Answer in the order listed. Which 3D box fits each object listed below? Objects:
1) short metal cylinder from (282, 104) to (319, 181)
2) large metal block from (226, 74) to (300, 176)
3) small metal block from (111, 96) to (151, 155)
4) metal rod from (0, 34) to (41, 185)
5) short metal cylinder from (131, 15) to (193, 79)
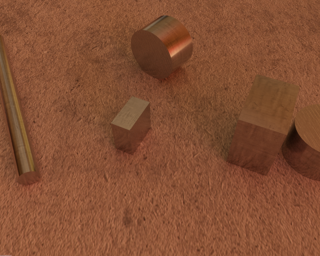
[{"bbox_3d":[0.196,0.017,0.374,0.081,0.050,0.080,0,50,0],"label":"short metal cylinder"},{"bbox_3d":[0.122,-0.003,0.371,0.050,0.080,0.080,20,53,16],"label":"large metal block"},{"bbox_3d":[-0.035,-0.003,0.389,0.025,0.050,0.050,20,53,16],"label":"small metal block"},{"bbox_3d":[-0.214,-0.046,0.440,0.025,0.025,0.300,-20,53,-16],"label":"metal rod"},{"bbox_3d":[0.003,-0.122,0.470,0.080,0.080,0.050,32,57,24],"label":"short metal cylinder"}]
